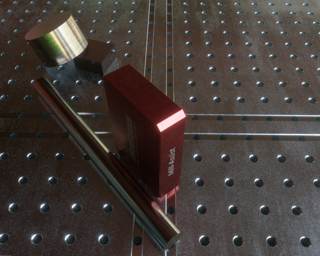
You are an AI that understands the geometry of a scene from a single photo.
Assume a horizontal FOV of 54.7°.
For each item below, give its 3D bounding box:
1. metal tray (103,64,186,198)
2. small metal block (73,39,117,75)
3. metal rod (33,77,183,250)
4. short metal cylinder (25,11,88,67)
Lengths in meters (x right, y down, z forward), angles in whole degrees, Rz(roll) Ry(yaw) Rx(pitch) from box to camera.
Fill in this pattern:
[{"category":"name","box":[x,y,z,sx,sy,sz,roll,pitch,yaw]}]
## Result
[{"category":"metal tray","box":[-0.017,0.008,0.333,0.030,0.129,0.090,-32,57,-24]},{"category":"small metal block","box":[-0.105,-0.116,0.505,0.050,0.025,0.050,15,52,12]},{"category":"metal rod","box":[-0.081,0.025,0.385,0.025,0.025,0.300,-32,57,-24]},{"category":"short metal cylinder","box":[-0.163,-0.141,0.491,0.080,0.050,0.080,-16,40,14]}]
